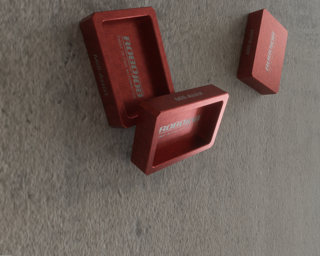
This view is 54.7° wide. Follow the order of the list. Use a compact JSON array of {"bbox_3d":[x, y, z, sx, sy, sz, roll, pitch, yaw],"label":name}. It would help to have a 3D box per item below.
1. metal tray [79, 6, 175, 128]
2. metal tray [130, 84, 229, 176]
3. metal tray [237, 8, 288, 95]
[{"bbox_3d":[-0.033,-0.074,0.374,0.091,0.030,0.129,-24,105,-38],"label":"metal tray"},{"bbox_3d":[0.027,-0.001,0.398,0.131,0.030,0.089,-18,132,-40],"label":"metal tray"},{"bbox_3d":[0.188,-0.136,0.562,0.091,0.030,0.129,22,76,-38],"label":"metal tray"}]
